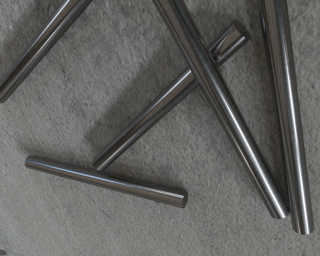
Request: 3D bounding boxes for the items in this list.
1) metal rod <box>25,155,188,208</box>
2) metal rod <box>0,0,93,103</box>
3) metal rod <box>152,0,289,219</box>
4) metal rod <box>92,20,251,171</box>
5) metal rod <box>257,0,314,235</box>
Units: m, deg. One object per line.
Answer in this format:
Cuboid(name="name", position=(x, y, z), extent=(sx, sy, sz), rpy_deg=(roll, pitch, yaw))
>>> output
Cuboid(name="metal rod", position=(-0.100, 0.083, 0.508), extent=(0.301, 0.025, 0.025), rpy_deg=(9, 122, 23))
Cuboid(name="metal rod", position=(-0.163, -0.111, 0.421), extent=(0.299, 0.025, 0.025), rpy_deg=(-30, 102, 37))
Cuboid(name="metal rod", position=(0.076, -0.011, 0.335), extent=(0.025, 0.025, 0.299), rpy_deg=(-17, 117, 34))
Cuboid(name="metal rod", position=(-0.008, -0.020, 0.397), extent=(0.025, 0.025, 0.299), rpy_deg=(46, 129, -4))
Cuboid(name="metal rod", position=(0.137, -0.006, 0.330), extent=(0.025, 0.025, 0.298), rpy_deg=(-4, 117, 30))
